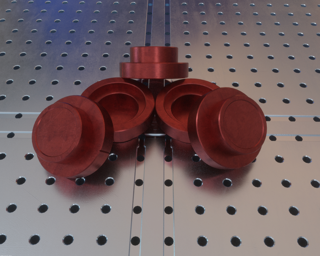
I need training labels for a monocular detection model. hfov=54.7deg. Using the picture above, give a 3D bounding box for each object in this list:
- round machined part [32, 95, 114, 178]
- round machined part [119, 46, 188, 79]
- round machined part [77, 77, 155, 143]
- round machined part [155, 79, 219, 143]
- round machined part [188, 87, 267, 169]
[{"bbox_3d":[-0.107,0.008,0.358,0.098,0.042,0.098,-5,76,21],"label":"round machined part"},{"bbox_3d":[-0.009,-0.094,0.442,0.099,0.042,0.098,0,12,0],"label":"round machined part"},{"bbox_3d":[-0.056,-0.019,0.411,0.099,0.042,0.098,0,50,0],"label":"round machined part"},{"bbox_3d":[0.043,-0.018,0.412,0.099,0.042,0.098,0,50,0],"label":"round machined part"},{"bbox_3d":[0.085,-0.001,0.364,0.099,0.042,0.097,5,79,-25],"label":"round machined part"}]
